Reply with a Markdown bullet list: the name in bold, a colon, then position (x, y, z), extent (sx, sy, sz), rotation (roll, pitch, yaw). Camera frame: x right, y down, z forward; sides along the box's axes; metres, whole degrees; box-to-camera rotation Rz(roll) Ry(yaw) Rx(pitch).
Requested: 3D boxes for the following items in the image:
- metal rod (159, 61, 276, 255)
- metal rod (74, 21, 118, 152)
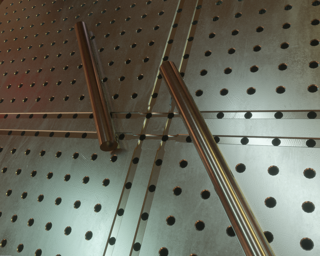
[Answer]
- **metal rod**: position (0.055, 0.022, 0.364), extent (0.025, 0.025, 0.299), rotation (-29, 52, 9)
- **metal rod**: position (-0.113, -0.087, 0.518), extent (0.025, 0.025, 0.299), rotation (-28, 52, 10)
